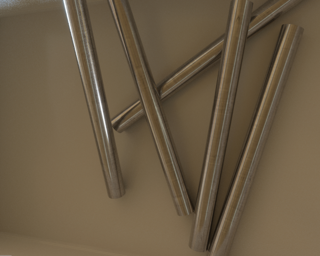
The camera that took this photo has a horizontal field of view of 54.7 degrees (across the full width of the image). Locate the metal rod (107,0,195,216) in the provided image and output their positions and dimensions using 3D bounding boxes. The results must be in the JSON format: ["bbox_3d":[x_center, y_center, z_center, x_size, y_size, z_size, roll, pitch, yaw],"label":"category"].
[{"bbox_3d":[-0.012,-0.034,0.388,0.025,0.025,0.298,-17,95,19],"label":"metal rod"}]

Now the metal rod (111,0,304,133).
[{"bbox_3d":[0.057,-0.086,0.390,0.300,0.025,0.025,-35,79,16],"label":"metal rod"}]

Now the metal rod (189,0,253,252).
[{"bbox_3d":[0.070,0.005,0.370,0.025,0.025,0.298,12,100,19],"label":"metal rod"}]

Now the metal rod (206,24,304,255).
[{"bbox_3d":[0.110,0.027,0.371,0.025,0.025,0.298,19,96,19],"label":"metal rod"}]

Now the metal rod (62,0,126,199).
[{"bbox_3d":[-0.080,-0.044,0.377,0.025,0.025,0.298,1,114,20],"label":"metal rod"}]
